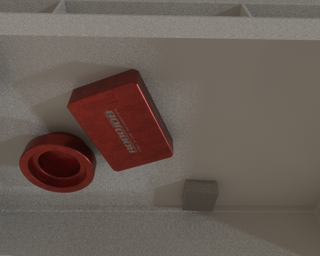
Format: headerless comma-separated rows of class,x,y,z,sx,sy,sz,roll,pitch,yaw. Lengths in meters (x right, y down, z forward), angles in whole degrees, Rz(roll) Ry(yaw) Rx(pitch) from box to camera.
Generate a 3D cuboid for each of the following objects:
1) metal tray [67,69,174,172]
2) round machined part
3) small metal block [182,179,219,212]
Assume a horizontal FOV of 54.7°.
metal tray,-0.046,-0.004,0.402,0.090,0.030,0.130,-17,129,13
round machined part,-0.138,0.044,0.433,0.099,0.042,0.097,-1,130,0
small metal block,0.064,0.110,0.504,0.050,0.025,0.050,4,130,-4
